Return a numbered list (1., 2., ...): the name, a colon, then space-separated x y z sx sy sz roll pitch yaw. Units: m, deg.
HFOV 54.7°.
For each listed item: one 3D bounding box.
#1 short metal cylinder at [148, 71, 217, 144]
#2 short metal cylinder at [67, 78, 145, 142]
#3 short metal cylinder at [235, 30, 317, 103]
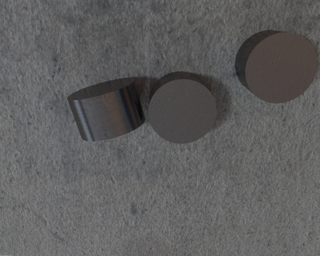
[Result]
1. short metal cylinder: 0.026 -0.027 0.387 0.081 0.050 0.079 0 110 -1
2. short metal cylinder: -0.063 -0.024 0.371 0.080 0.080 0.050 -13 110 4
3. short metal cylinder: 0.136 -0.075 0.371 0.081 0.050 0.079 0 110 -1
